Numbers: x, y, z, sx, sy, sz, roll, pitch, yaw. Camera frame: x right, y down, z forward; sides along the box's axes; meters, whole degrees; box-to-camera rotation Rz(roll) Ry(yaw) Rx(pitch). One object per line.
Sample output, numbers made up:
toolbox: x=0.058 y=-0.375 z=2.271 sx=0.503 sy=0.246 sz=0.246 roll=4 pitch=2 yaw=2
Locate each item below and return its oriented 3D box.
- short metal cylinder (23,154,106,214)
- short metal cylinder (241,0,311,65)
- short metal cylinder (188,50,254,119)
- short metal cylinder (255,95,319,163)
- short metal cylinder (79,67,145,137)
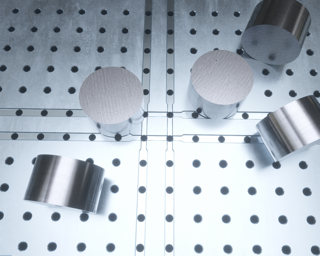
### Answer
short metal cylinder: x=-0.108 y=0.066 z=0.357 sx=0.080 sy=0.080 sz=0.050 roll=9 pitch=71 yaw=3
short metal cylinder: x=0.161 y=-0.134 z=0.432 sx=0.080 sy=0.080 sz=0.050 roll=24 pitch=72 yaw=8
short metal cylinder: x=0.080 y=-0.058 z=0.420 sx=0.081 sy=0.050 sz=0.080 roll=0 pitch=70 yaw=0
short metal cylinder: x=0.166 y=0.002 z=0.383 sx=0.080 sy=0.080 sz=0.050 roll=-23 pitch=72 yaw=-8
short metal cylinder: x=-0.061 y=-0.034 z=0.410 sx=0.081 sy=0.050 sz=0.080 roll=0 pitch=70 yaw=0
